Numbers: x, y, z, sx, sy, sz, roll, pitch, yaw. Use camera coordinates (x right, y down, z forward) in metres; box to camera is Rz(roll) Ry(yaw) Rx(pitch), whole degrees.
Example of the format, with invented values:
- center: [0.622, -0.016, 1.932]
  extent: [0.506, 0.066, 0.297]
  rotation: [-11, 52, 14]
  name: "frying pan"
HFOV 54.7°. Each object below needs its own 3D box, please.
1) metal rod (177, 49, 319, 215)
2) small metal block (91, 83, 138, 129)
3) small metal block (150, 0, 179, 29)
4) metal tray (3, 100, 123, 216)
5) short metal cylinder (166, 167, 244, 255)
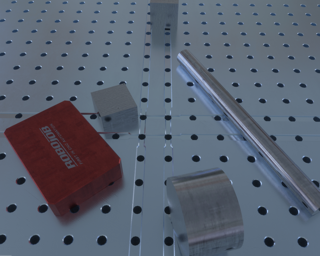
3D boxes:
- center: [0.107, -0.015, 0.421]
  extent: [0.025, 0.025, 0.300]
  rotation: [-21, 53, -17]
  name: "metal rod"
- center: [-0.064, -0.031, 0.433]
  extent: [0.050, 0.025, 0.050]
  rotation: [-18, 53, -15]
  name: "small metal block"
- center: [0.008, -0.213, 0.571]
  extent: [0.050, 0.050, 0.025]
  rotation: [3, 50, 2]
  name: "small metal block"
- center: [-0.118, 0.030, 0.378]
  extent: [0.091, 0.030, 0.130]
  rotation: [-32, 57, -24]
  name: "metal tray"
- center: [0.041, 0.083, 0.303]
  extent: [0.050, 0.080, 0.080]
  rotation: [-11, 51, -9]
  name: "short metal cylinder"
